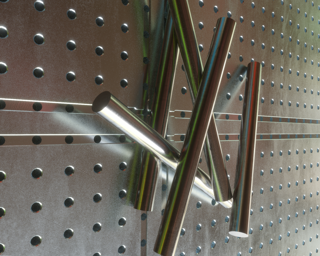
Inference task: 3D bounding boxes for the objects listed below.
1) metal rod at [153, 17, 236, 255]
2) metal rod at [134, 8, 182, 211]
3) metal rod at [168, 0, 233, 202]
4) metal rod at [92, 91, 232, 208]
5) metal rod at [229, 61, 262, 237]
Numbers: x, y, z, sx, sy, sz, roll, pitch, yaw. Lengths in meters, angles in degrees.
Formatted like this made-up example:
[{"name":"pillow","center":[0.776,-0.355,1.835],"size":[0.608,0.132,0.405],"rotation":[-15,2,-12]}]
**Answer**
[{"name":"metal rod","center":[0.046,0.003,0.381],"size":[0.025,0.025,0.299],"rotation":[24,78,-38]},{"name":"metal rod","center":[0.003,-0.043,0.413],"size":[0.025,0.025,0.299],"rotation":[16,80,-39]},{"name":"metal rod","center":[0.054,-0.044,0.416],"size":[0.025,0.025,0.298],"rotation":[-21,101,-38]},{"name":"metal rod","center":[0.027,0.046,0.405],"size":[0.300,0.025,0.025],"rotation":[41,65,-42]},{"name":"metal rod","center":[0.136,0.014,0.480],"size":[0.025,0.025,0.300],"rotation":[38,52,-34]}]
